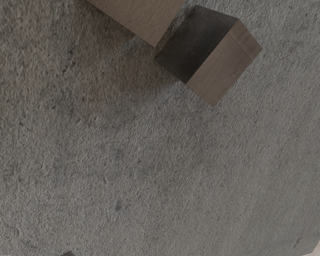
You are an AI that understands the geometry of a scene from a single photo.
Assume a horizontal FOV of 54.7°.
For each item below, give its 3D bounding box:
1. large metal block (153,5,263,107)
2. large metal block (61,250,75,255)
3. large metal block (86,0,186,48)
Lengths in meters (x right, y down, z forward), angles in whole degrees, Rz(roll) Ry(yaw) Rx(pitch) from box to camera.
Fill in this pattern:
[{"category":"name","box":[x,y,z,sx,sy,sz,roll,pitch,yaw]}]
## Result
[{"category":"large metal block","box":[0.050,-0.083,0.348,0.050,0.080,0.080,33,100,-38]},{"category":"large metal block","box":[-0.149,0.242,0.459,0.080,0.050,0.080,-26,128,-12]},{"category":"large metal block","box":[-0.022,-0.137,0.294,0.080,0.050,0.080,26,104,-37]}]
